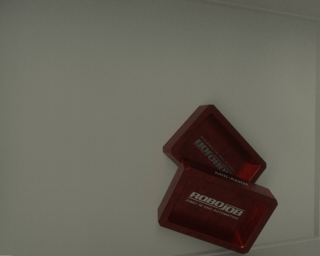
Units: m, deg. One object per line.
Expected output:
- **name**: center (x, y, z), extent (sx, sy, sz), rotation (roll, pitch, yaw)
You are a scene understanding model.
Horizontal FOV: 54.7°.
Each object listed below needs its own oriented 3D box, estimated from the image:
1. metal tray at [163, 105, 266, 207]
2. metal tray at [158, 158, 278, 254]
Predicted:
- **metal tray**: center (0.079, 0.042, 0.436), extent (0.130, 0.030, 0.090), rotation (46, 76, -15)
- **metal tray**: center (0.073, 0.103, 0.405), extent (0.131, 0.030, 0.089), rotation (22, 106, -9)
